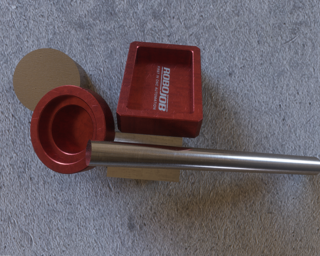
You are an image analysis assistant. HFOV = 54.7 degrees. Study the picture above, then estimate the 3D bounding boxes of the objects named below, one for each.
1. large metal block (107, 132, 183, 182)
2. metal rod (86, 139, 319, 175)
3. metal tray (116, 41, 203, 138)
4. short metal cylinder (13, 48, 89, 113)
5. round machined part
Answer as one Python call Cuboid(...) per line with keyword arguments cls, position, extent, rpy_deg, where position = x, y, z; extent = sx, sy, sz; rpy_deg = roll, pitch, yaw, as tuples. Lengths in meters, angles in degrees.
Cuboid(cls="large metal block", position=(-0.017, 0.032, 0.383), extent=(0.081, 0.080, 0.050), rpy_deg=(5, 90, -1))
Cuboid(cls="metal rod", position=(0.070, 0.037, 0.353), extent=(0.302, 0.025, 0.025), rpy_deg=(6, 90, -25))
Cuboid(cls="metal tray", position=(0.003, -0.051, 0.371), extent=(0.091, 0.030, 0.130), rpy_deg=(5, 50, 0))
Cuboid(cls="short metal cylinder", position=(-0.136, -0.056, 0.397), extent=(0.081, 0.050, 0.079), rpy_deg=(0, 90, -1))
Cuboid(cls="round machined part", position=(-0.095, 0.002, 0.357), extent=(0.098, 0.042, 0.097), rpy_deg=(0, 89, 19))
